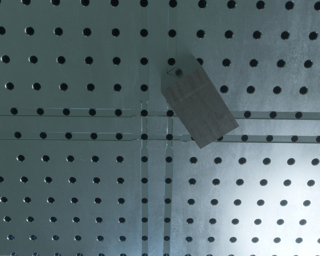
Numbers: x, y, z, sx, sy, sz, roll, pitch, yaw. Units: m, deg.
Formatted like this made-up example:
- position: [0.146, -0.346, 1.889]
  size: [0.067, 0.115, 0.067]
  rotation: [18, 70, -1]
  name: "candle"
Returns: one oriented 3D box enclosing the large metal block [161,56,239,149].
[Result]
- position: [0.044, -0.034, 0.372]
  size: [0.050, 0.080, 0.080]
  rotation: [-32, 107, 11]
  name: "large metal block"
